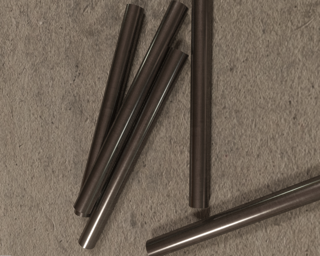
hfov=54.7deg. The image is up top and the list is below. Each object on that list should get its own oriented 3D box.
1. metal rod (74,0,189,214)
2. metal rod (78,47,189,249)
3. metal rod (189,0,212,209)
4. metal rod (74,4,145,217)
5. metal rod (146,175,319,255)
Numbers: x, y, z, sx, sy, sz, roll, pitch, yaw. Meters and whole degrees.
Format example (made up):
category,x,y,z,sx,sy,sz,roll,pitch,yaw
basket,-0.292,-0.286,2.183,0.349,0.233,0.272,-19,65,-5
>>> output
category,x,y,z,sx,sy,sz,roll,pitch,yaw
metal rod,-0.040,-0.024,0.409,0.025,0.025,0.299,27,94,17
metal rod,-0.040,0.034,0.421,0.025,0.025,0.298,29,99,17
metal rod,0.051,-0.051,0.390,0.025,0.025,0.298,1,90,19
metal rod,-0.072,-0.020,0.433,0.025,0.025,0.298,17,95,19
metal rod,0.116,0.098,0.367,0.300,0.025,0.025,-27,82,17
